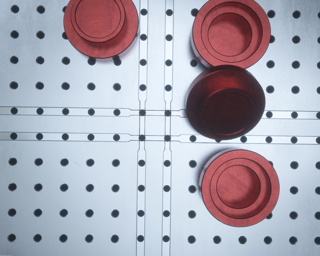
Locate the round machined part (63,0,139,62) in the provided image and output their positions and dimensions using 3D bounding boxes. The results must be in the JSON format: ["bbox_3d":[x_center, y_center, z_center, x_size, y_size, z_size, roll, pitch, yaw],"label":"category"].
[{"bbox_3d":[-0.077,-0.139,0.404,0.099,0.042,0.097,0,90,-1],"label":"round machined part"}]

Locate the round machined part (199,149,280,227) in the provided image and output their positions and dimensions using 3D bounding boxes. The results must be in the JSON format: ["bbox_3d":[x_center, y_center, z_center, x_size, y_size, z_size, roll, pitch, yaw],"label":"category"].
[{"bbox_3d":[0.100,0.075,0.406,0.099,0.042,0.097,0,90,-1],"label":"round machined part"}]

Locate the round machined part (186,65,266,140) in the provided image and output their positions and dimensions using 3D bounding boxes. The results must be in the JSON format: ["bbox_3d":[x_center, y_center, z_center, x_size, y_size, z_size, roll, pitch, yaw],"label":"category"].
[{"bbox_3d":[0.082,-0.026,0.386,0.099,0.042,0.097,1,118,1],"label":"round machined part"}]

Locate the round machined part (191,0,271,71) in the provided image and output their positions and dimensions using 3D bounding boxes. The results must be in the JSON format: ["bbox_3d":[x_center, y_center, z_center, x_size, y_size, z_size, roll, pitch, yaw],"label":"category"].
[{"bbox_3d":[0.089,-0.120,0.406,0.099,0.042,0.097,0,90,-1],"label":"round machined part"}]
